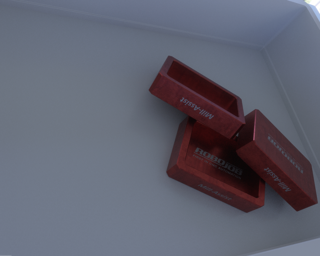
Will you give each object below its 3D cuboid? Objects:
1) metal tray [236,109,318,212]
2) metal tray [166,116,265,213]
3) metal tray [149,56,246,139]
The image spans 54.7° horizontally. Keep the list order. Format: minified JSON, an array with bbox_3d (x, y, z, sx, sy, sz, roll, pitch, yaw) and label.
[{"bbox_3d":[0.166,0.044,0.441,0.130,0.030,0.090,42,36,-11],"label":"metal tray"},{"bbox_3d":[0.081,0.047,0.419,0.131,0.030,0.090,27,52,-12],"label":"metal tray"},{"bbox_3d":[0.055,-0.046,0.437,0.130,0.030,0.090,30,29,-6],"label":"metal tray"}]
